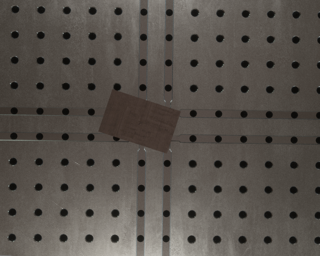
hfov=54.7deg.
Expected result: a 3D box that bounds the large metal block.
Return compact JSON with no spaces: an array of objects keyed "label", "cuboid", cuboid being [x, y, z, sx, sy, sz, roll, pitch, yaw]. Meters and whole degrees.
[{"label":"large metal block","cuboid":[-0.023,-0.008,0.386,0.080,0.080,0.050,18,90,-1]}]
